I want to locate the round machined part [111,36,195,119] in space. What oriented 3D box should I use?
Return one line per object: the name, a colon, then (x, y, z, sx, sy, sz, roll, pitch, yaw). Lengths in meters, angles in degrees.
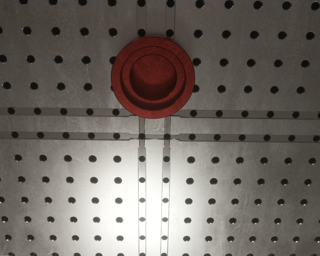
round machined part: (-0.008, -0.064, 0.381, 0.099, 0.042, 0.097, 0, 110, -1)
